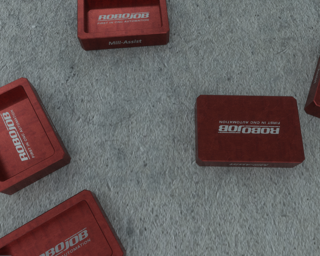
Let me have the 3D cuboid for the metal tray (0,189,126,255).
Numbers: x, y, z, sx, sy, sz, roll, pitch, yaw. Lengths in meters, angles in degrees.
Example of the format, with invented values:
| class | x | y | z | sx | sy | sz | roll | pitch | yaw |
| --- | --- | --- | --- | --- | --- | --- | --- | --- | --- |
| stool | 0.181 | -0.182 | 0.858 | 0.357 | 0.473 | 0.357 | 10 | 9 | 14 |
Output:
| class | x | y | z | sx | sy | sz | roll | pitch | yaw |
| --- | --- | --- | --- | --- | --- | --- | --- | --- | --- |
| metal tray | -0.116 | 0.142 | 0.352 | 0.131 | 0.030 | 0.090 | -30 | 73 | -11 |

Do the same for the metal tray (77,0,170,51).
| class | x | y | z | sx | sy | sz | roll | pitch | yaw |
| --- | --- | --- | --- | --- | --- | --- | --- | --- | --- |
| metal tray | -0.055 | -0.167 | 0.465 | 0.131 | 0.030 | 0.090 | -5 | 70 | -2 |

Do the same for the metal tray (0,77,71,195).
| class | x | y | z | sx | sy | sz | roll | pitch | yaw |
| --- | --- | --- | --- | --- | --- | --- | --- | --- | --- |
| metal tray | -0.186 | 0.008 | 0.400 | 0.090 | 0.030 | 0.130 | -29 | 73 | -10 |

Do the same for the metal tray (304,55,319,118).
| class | x | y | z | sx | sy | sz | roll | pitch | yaw |
| --- | --- | --- | --- | --- | --- | --- | --- | --- | --- |
| metal tray | 0.266 | -0.066 | 0.431 | 0.090 | 0.030 | 0.130 | 22 | 71 | 7 |

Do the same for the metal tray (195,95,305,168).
| class | x | y | z | sx | sy | sz | roll | pitch | yaw |
| --- | --- | --- | --- | --- | --- | --- | --- | --- | --- |
| metal tray | 0.113 | 0.004 | 0.405 | 0.131 | 0.030 | 0.090 | 1 | 70 | 0 |
